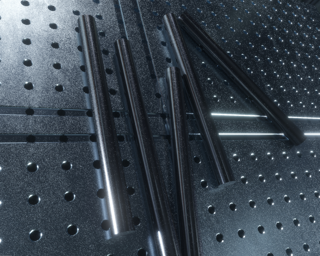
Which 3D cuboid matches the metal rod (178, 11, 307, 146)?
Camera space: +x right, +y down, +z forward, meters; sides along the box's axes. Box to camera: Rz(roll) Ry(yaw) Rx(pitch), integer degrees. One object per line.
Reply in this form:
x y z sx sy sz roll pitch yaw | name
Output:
0.139 -0.088 0.539 0.300 0.025 0.025 48 51 5 | metal rod

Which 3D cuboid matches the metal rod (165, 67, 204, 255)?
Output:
0.029 0.044 0.398 0.025 0.025 0.299 10 57 -23 | metal rod

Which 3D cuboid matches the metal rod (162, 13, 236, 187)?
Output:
0.052 -0.057 0.472 0.025 0.025 0.299 -1 62 -29 | metal rod

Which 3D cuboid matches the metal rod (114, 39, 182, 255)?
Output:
-0.022 0.009 0.391 0.025 0.025 0.299 0 62 -29 | metal rod

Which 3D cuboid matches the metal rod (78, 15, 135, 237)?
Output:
-0.072 -0.022 0.383 0.025 0.025 0.299 0 62 -29 | metal rod
